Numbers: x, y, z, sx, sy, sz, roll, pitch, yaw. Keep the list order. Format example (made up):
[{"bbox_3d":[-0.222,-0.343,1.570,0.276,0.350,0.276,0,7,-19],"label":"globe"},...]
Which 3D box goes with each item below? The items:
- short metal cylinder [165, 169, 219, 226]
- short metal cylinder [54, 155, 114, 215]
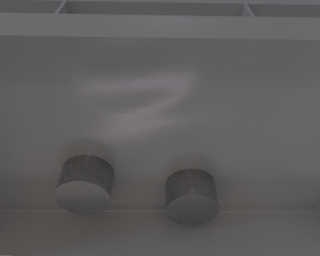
[{"bbox_3d":[0.049,0.109,0.486,0.081,0.050,0.079,0,130,0],"label":"short metal cylinder"},{"bbox_3d":[-0.112,0.086,0.465,0.081,0.050,0.079,0,130,0],"label":"short metal cylinder"}]
